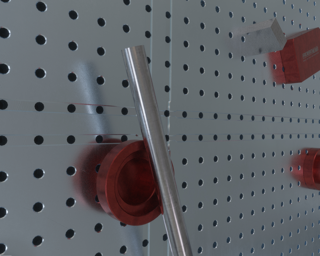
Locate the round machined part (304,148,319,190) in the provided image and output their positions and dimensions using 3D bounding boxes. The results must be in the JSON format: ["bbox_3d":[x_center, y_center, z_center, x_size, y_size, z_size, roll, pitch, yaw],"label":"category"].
[{"bbox_3d":[0.373,0.095,0.711,0.099,0.042,0.097,0,90,-40],"label":"round machined part"}]

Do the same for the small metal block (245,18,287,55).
[{"bbox_3d":[0.188,-0.161,0.550,0.050,0.050,0.025,47,62,-30],"label":"small metal block"}]

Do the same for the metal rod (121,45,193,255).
[{"bbox_3d":[0.004,0.057,0.357,0.025,0.025,0.298,-22,104,-38],"label":"metal rod"}]

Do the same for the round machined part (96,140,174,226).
[{"bbox_3d":[-0.032,0.062,0.371,0.099,0.042,0.097,0,91,-40],"label":"round machined part"}]

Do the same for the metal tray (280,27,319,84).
[{"bbox_3d":[0.308,-0.157,0.663,0.131,0.030,0.090,-28,108,-36],"label":"metal tray"}]
